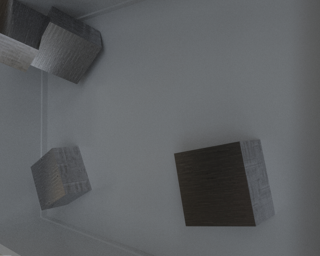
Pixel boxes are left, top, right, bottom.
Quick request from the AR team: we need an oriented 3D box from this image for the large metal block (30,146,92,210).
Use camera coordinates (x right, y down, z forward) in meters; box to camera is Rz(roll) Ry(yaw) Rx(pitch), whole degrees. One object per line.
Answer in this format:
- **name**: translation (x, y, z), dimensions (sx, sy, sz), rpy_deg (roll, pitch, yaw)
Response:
- **large metal block**: translation (-0.171, 0.086, 0.532), dimensions (0.080, 0.050, 0.080), rpy_deg (-34, 69, 35)

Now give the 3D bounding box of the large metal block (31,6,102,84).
- **large metal block**: translation (-0.148, -0.127, 0.485), dimensions (0.080, 0.080, 0.050), rpy_deg (-47, 38, 30)

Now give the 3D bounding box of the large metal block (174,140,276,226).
- **large metal block**: translation (0.068, 0.059, 0.334), dimensions (0.080, 0.050, 0.080), rpy_deg (-15, 81, 39)

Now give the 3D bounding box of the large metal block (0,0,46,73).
- **large metal block**: translation (-0.216, -0.138, 0.440), dimensions (0.050, 0.080, 0.080), rpy_deg (-40, 42, 37)
